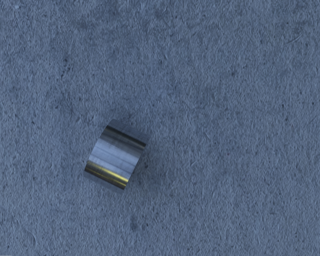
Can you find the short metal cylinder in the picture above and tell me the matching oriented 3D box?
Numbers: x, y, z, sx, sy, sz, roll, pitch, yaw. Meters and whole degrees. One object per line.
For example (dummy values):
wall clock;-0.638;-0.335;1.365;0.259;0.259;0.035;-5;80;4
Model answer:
short metal cylinder;-0.052;0.035;0.382;0.050;0.080;0.080;26;90;0
